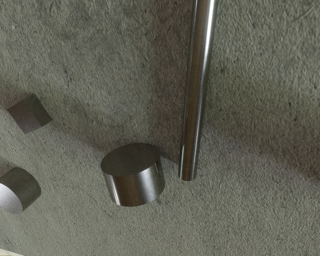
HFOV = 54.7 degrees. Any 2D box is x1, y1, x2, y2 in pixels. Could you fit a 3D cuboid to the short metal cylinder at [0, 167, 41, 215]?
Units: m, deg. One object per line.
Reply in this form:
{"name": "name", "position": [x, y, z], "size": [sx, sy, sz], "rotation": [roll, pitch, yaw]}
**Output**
{"name": "short metal cylinder", "position": [-0.288, 0.126, 0.620], "size": [0.080, 0.050, 0.079], "rotation": [13, 124, 21]}

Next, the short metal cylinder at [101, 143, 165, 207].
{"name": "short metal cylinder", "position": [-0.036, 0.063, 0.429], "size": [0.080, 0.080, 0.050], "rotation": [3, 120, 26]}

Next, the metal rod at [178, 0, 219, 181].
{"name": "metal rod", "position": [0.042, -0.061, 0.346], "size": [0.025, 0.025, 0.298], "rotation": [15, 125, 19]}

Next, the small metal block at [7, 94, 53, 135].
{"name": "small metal block", "position": [-0.213, -0.022, 0.505], "size": [0.050, 0.025, 0.050], "rotation": [-18, 109, 35]}
